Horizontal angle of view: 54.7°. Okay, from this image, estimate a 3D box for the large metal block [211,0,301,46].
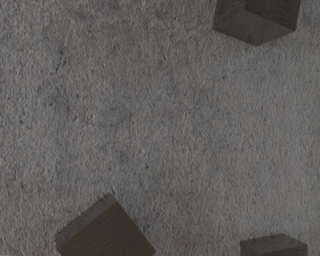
[{"bbox_3d":[0.130,-0.159,0.427,0.081,0.080,0.050,14,86,-20],"label":"large metal block"}]

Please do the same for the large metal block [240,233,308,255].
[{"bbox_3d":[0.168,0.209,0.458,0.081,0.050,0.080,-2,91,-20],"label":"large metal block"}]

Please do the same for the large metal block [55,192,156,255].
[{"bbox_3d":[-0.066,0.138,0.372,0.080,0.050,0.080,-38,102,-16],"label":"large metal block"}]
